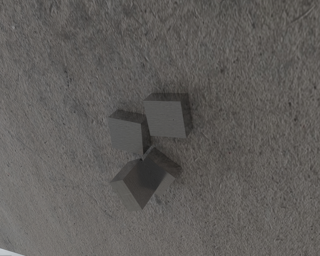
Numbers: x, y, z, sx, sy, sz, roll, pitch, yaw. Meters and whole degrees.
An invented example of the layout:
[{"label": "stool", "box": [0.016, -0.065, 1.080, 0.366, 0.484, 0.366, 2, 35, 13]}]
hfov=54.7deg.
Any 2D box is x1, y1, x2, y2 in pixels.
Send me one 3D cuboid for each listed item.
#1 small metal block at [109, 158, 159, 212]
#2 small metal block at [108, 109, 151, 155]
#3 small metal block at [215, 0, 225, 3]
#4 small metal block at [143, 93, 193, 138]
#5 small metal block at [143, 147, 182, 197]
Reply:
[{"label": "small metal block", "box": [-0.034, 0.078, 0.425, 0.025, 0.050, 0.050, -19, 109, 35]}, {"label": "small metal block", "box": [-0.041, 0.005, 0.432, 0.050, 0.025, 0.050, 11, 123, 22]}, {"label": "small metal block", "box": [0.052, -0.153, 0.284, 0.050, 0.025, 0.050, 37, 129, 3]}, {"label": "small metal block", "box": [0.011, -0.016, 0.391, 0.050, 0.025, 0.050, 3, 120, 26]}, {"label": "small metal block", "box": [-0.004, 0.064, 0.449, 0.050, 0.025, 0.050, 37, 129, 3]}]
